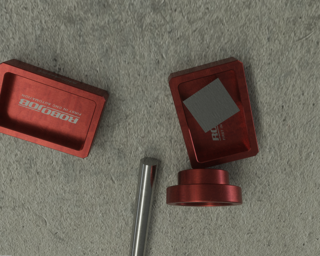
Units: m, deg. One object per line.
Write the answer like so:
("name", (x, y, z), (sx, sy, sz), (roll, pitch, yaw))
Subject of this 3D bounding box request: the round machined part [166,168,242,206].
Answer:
("round machined part", (0.058, 0.080, 0.412), (0.099, 0.098, 0.042), (1, 72, -1))

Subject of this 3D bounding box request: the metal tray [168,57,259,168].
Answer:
("metal tray", (0.070, -0.017, 0.401), (0.090, 0.030, 0.129), (-15, 110, 5))

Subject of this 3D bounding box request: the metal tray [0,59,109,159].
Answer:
("metal tray", (-0.142, -0.023, 0.396), (0.131, 0.030, 0.089), (19, 109, -8))

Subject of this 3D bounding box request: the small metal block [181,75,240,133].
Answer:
("small metal block", (0.062, -0.031, 0.386), (0.050, 0.025, 0.050), (-34, 107, 11))

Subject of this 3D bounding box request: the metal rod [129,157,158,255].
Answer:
("metal rod", (-0.034, 0.185, 0.477), (0.025, 0.025, 0.298), (7, 110, -3))
